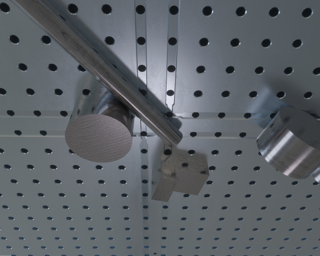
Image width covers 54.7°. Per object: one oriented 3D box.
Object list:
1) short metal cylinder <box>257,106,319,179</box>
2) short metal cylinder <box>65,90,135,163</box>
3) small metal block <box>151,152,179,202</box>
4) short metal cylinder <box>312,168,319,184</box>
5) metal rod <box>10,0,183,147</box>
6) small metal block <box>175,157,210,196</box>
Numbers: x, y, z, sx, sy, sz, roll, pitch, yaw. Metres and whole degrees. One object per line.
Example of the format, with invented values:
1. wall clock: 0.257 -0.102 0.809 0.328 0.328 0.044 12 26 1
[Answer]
1. short metal cylinder: 0.172 0.018 0.393 0.081 0.080 0.050 17 128 -14
2. short metal cylinder: -0.074 -0.002 0.393 0.081 0.050 0.079 0 130 0
3. small metal block: 0.006 0.072 0.457 0.025 0.050 0.050 13 129 -11
4. short metal cylinder: 0.250 0.051 0.422 0.081 0.080 0.050 18 128 -15
5. metal rod: -0.073 -0.073 0.348 0.025 0.025 0.300 -32 124 24
6. small metal block: 0.042 0.075 0.476 0.050 0.025 0.050 12 129 -11
